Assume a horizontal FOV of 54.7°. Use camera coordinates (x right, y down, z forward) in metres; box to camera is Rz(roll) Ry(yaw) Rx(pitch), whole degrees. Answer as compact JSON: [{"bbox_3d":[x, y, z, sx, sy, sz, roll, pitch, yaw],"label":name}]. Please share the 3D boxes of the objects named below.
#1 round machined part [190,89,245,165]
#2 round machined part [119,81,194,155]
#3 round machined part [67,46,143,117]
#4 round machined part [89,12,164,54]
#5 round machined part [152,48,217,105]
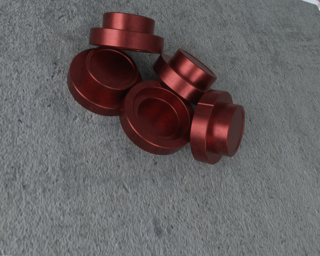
[{"bbox_3d":[0.080,0.000,0.404,0.042,0.097,0.098,12,44,29],"label":"round machined part"},{"bbox_3d":[-0.006,-0.009,0.398,0.099,0.042,0.098,14,56,-21],"label":"round machined part"},{"bbox_3d":[-0.067,-0.067,0.402,0.099,0.042,0.098,14,56,-21],"label":"round machined part"},{"bbox_3d":[-0.043,-0.126,0.412,0.099,0.098,0.042,1,103,-28],"label":"round machined part"},{"bbox_3d":[0.041,-0.075,0.436,0.098,0.042,0.098,33,21,-14],"label":"round machined part"}]
